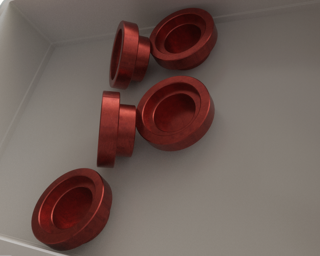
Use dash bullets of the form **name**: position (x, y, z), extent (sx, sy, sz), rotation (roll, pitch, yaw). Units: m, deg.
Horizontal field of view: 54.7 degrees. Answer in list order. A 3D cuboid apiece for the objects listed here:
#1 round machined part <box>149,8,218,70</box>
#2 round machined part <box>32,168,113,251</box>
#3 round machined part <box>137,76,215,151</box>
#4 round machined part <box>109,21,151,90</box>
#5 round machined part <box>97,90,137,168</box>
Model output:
- **round machined part**: position (0.036, -0.123, 0.450), extent (0.098, 0.042, 0.098), rotation (-13, 56, 20)
- **round machined part**: position (-0.101, 0.101, 0.376), extent (0.098, 0.042, 0.098), rotation (-17, 43, 16)
- **round machined part**: position (0.022, -0.015, 0.391), extent (0.098, 0.042, 0.098), rotation (-13, 56, 20)
- **round machined part**: position (-0.044, -0.105, 0.458), extent (0.042, 0.097, 0.098), rotation (8, 55, -18)
- **round machined part**: position (-0.055, 0.003, 0.397), extent (0.042, 0.097, 0.098), rotation (5, 58, -10)
